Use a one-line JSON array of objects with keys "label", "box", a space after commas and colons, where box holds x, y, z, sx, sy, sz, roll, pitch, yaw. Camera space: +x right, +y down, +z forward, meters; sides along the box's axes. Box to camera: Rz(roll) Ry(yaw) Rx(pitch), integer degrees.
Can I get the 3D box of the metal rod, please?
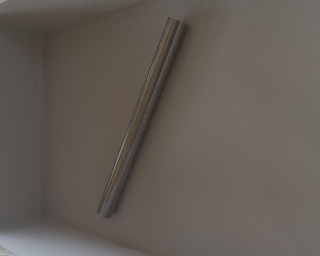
[{"label": "metal rod", "box": [-0.031, -0.002, 0.430, 0.025, 0.025, 0.298, 34, 111, 34]}]
